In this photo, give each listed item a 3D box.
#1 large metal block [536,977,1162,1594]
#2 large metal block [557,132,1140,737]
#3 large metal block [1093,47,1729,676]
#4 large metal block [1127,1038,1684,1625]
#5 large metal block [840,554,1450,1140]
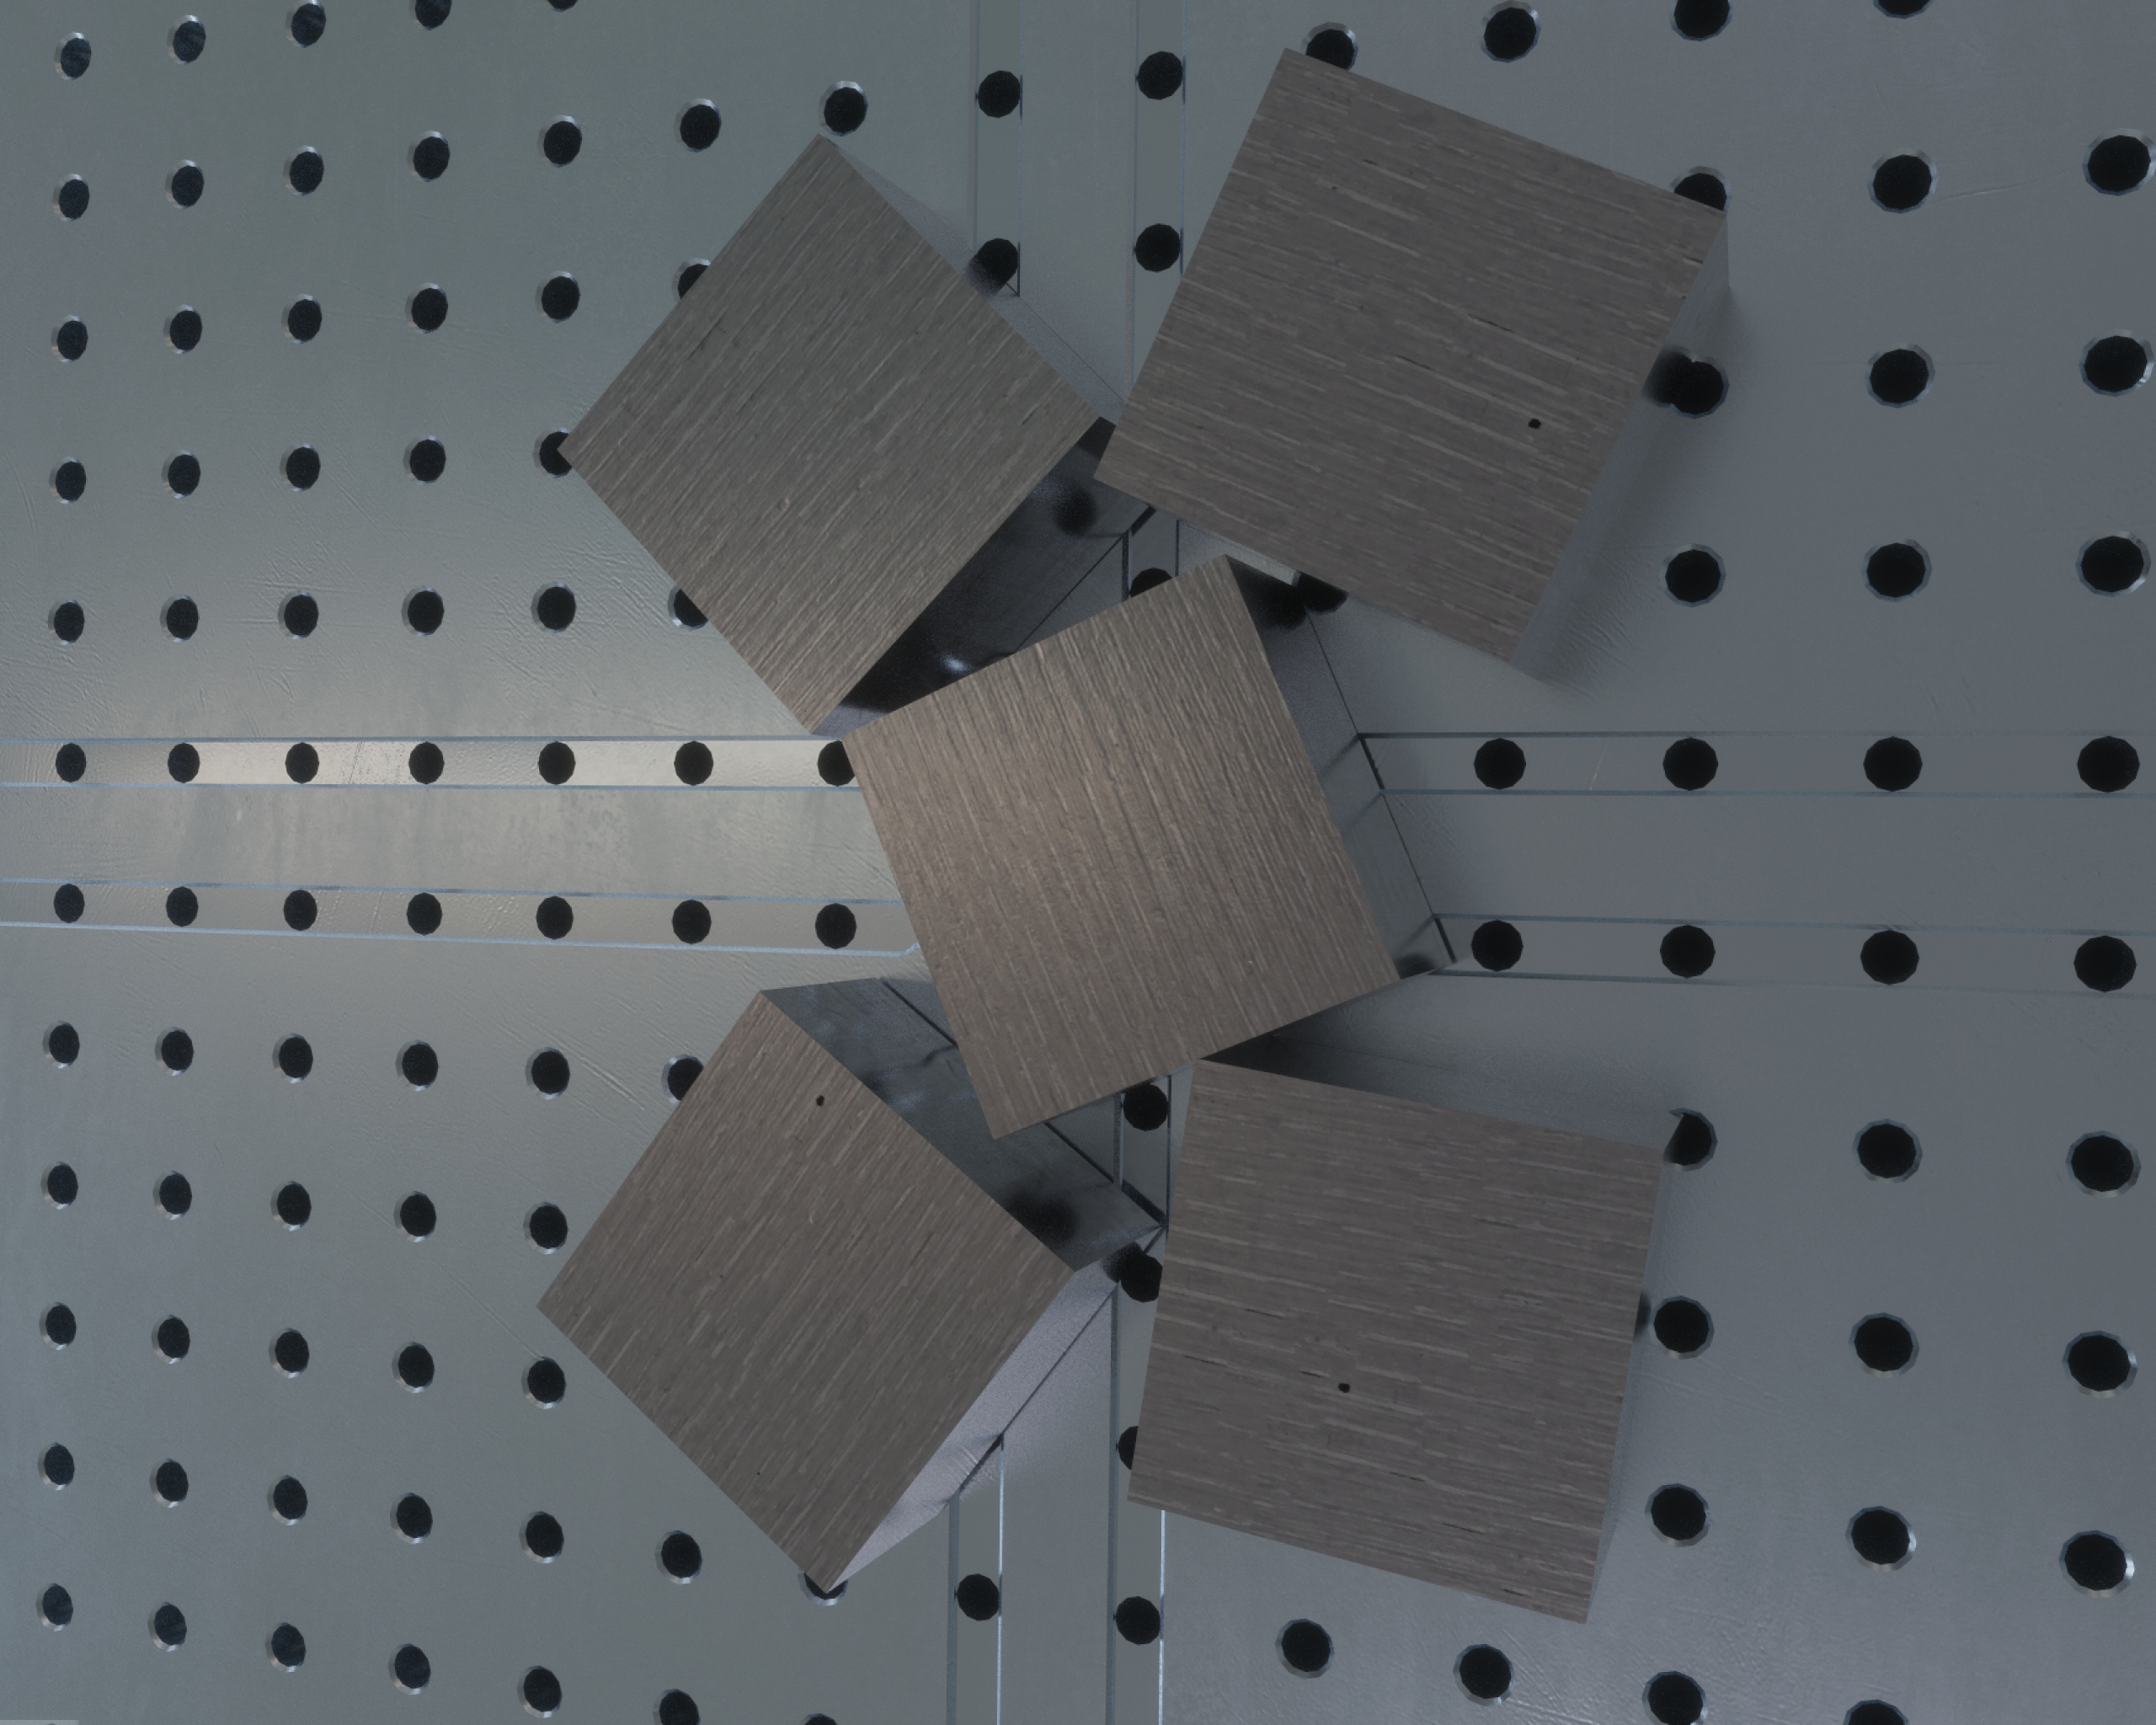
[{"bbox_3d":[-0.045,0.080,0.414,0.080,0.050,0.080,40,102,16],"label":"large metal block"},{"bbox_3d":[-0.040,-0.080,0.414,0.080,0.050,0.080,-46,75,15],"label":"large metal block"},{"bbox_3d":[0.061,-0.087,0.377,0.080,0.050,0.080,27,99,15],"label":"large metal block"},{"bbox_3d":[0.060,0.080,0.378,0.080,0.050,0.080,10,93,19],"label":"large metal block"},{"bbox_3d":[0.014,-0.002,0.394,0.080,0.050,0.080,-24,82,18],"label":"large metal block"}]
